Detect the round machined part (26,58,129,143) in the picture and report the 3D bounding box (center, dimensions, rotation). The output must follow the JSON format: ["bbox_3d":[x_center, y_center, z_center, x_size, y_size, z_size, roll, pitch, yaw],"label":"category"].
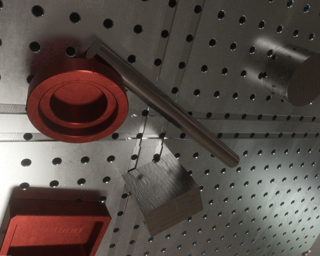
[{"bbox_3d":[-0.084,-0.032,0.323,0.099,0.042,0.097,-9,137,-8],"label":"round machined part"}]

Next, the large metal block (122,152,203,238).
[{"bbox_3d":[0.003,0.091,0.435,0.081,0.080,0.050,-24,127,-14],"label":"large metal block"}]

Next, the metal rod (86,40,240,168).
[{"bbox_3d":[0.026,-0.014,0.418,0.025,0.025,0.301,-49,129,6],"label":"metal rod"}]

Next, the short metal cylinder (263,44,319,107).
[{"bbox_3d":[0.203,-0.078,0.460,0.081,0.050,0.079,-14,124,-21],"label":"short metal cylinder"}]

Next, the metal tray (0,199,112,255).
[{"bbox_3d":[-0.142,0.143,0.419,0.131,0.030,0.089,12,112,-34],"label":"metal tray"}]
